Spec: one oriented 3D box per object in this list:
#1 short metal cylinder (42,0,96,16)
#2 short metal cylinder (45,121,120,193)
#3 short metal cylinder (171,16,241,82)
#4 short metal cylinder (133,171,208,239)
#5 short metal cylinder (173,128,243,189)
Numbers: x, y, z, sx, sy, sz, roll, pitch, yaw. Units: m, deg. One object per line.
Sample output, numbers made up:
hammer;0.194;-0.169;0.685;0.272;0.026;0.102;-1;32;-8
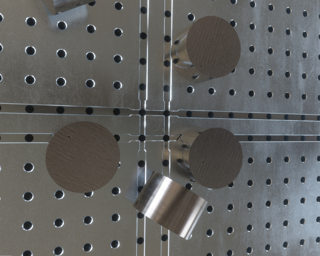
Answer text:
short metal cylinder;-0.111;-0.173;0.342;0.050;0.080;0.080;-29;100;-18
short metal cylinder;-0.092;0.032;0.366;0.081;0.050;0.079;0;90;-21
short metal cylinder;0.062;-0.105;0.423;0.081;0.050;0.079;0;90;-21
short metal cylinder;0.013;0.096;0.390;0.080;0.080;0.050;34;79;-17
short metal cylinder;0.065;0.039;0.425;0.081;0.050;0.079;0;90;-20
